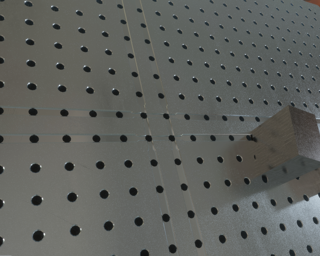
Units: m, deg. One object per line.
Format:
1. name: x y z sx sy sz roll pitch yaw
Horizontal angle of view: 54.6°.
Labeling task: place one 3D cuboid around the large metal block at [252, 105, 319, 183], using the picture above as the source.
1. large metal block: 0.186 0.026 0.456 0.050 0.080 0.080 16 55 -19

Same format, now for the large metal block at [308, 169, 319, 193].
1. large metal block: 0.283 0.051 0.512 0.081 0.050 0.080 -14 69 -34
